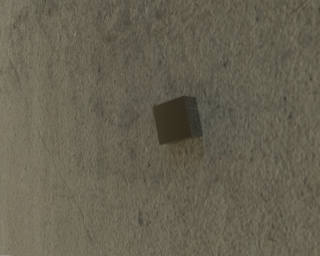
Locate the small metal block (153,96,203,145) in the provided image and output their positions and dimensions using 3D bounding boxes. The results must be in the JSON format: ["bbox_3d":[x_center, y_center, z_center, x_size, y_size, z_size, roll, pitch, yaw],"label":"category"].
[{"bbox_3d":[0.022,-0.008,0.388,0.050,0.025,0.050,-17,79,39],"label":"small metal block"}]
